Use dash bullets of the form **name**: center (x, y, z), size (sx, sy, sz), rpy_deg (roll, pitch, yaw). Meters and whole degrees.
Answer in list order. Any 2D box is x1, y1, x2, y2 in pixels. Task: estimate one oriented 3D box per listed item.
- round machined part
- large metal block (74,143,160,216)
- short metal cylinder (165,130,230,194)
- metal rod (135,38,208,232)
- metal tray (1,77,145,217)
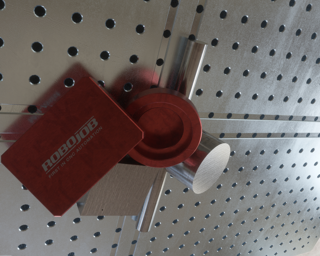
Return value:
- **round machined part**: center (0.000, -0.003, 0.382), size (0.099, 0.042, 0.097), rpy_deg (0, 115, 0)
- **large metal block**: center (-0.059, 0.066, 0.404), size (0.081, 0.050, 0.079), rpy_deg (11, 113, -33)
- **short metal cylinder**: center (0.054, 0.045, 0.435), size (0.081, 0.050, 0.079), rpy_deg (-31, 138, -33)
- **metal rod**: center (0.009, 0.027, 0.434), size (0.025, 0.025, 0.298), rpy_deg (1, 118, -29)
- **metal tray**: center (-0.092, 0.020, 0.338), size (0.130, 0.030, 0.090), rpy_deg (-44, 91, 2)
